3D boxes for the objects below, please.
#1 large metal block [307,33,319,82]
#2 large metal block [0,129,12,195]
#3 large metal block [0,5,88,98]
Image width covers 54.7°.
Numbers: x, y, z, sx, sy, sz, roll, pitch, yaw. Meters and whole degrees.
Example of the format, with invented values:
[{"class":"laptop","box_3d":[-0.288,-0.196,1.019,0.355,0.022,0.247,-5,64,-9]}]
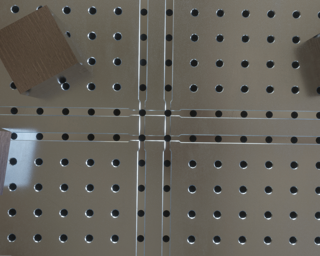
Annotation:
[{"class":"large metal block","box_3d":[0.254,-0.095,0.404,0.080,0.050,0.080,-17,90,-1]},{"class":"large metal block","box_3d":[-0.237,0.038,0.378,0.081,0.050,0.080,8,90,-41]},{"class":"large metal block","box_3d":[-0.153,-0.095,0.399,0.080,0.050,0.080,-29,90,0]}]
